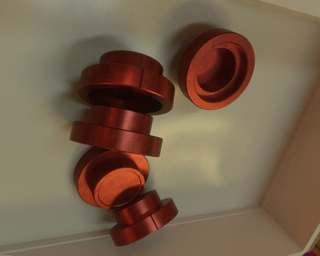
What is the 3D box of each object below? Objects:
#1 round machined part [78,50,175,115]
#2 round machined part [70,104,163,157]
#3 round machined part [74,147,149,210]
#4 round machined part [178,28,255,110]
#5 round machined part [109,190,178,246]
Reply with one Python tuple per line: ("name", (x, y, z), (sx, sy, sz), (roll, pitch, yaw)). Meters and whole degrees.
("round machined part", (-0.033, -0.047, 0.327), (0.099, 0.098, 0.042), (17, 73, -35))
("round machined part", (-0.045, 0.002, 0.340), (0.099, 0.098, 0.042), (13, 86, -34))
("round machined part", (-0.059, 0.068, 0.407), (0.099, 0.042, 0.097), (-14, 125, -21))
("round machined part", (0.065, -0.075, 0.387), (0.099, 0.042, 0.097), (-14, 124, -21))
("round machined part", (-0.027, 0.121, 0.435), (0.099, 0.098, 0.042), (-26, 85, -12))
